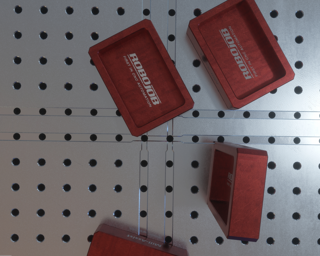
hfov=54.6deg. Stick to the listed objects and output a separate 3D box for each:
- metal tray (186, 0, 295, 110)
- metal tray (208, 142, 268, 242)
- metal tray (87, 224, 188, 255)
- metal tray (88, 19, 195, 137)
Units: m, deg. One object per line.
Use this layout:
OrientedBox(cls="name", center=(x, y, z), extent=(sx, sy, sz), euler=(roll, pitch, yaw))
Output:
OrientedBox(cls="metal tray", center=(0.105, -0.100, 0.411), extent=(0.090, 0.030, 0.130), euler=(-29, 90, 0))
OrientedBox(cls="metal tray", center=(0.085, 0.065, 0.361), extent=(0.030, 0.130, 0.090), euler=(6, 90, 0))
OrientedBox(cls="metal tray", center=(-0.035, 0.192, 0.411), extent=(0.131, 0.030, 0.090), euler=(18, 90, 0))
OrientedBox(cls="metal tray", center=(-0.024, -0.064, 0.410), extent=(0.090, 0.030, 0.130), euler=(-28, 90, 0))
